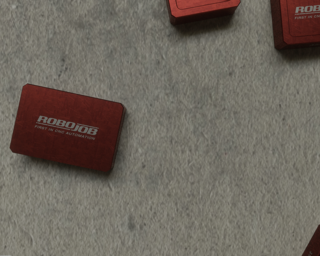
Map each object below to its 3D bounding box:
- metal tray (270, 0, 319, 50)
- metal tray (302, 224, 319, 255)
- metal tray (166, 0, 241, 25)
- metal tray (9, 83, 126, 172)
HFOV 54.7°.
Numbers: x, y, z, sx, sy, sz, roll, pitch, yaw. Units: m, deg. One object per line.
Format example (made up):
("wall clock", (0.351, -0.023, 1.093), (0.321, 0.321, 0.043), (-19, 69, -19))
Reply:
("metal tray", (0.218, -0.156, 0.410), (0.131, 0.030, 0.089), (-5, 90, -1))
("metal tray", (0.229, 0.206, 0.411), (0.090, 0.030, 0.130), (29, 90, -1))
("metal tray", (0.047, -0.210, 0.407), (0.091, 0.030, 0.129), (-11, 90, -1))
("metal tray", (-0.118, 0.000, 0.406), (0.131, 0.030, 0.089), (12, 90, -1))
